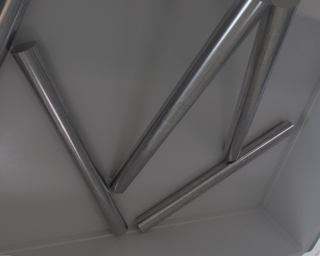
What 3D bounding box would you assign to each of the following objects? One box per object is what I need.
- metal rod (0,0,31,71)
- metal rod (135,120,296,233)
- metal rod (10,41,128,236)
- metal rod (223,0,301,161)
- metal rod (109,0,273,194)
[{"bbox_3d":[-0.196,0.001,0.301,0.025,0.025,0.299,21,107,-36],"label":"metal rod"},{"bbox_3d":[0.095,0.076,0.506,0.301,0.025,0.025,-32,129,-8],"label":"metal rod"},{"bbox_3d":[-0.095,0.039,0.380,0.025,0.025,0.299,-26,128,-12],"label":"metal rod"},{"bbox_3d":[0.105,-0.029,0.369,0.025,0.025,0.299,-28,153,-11],"label":"metal rod"},{"bbox_3d":[0.008,-0.010,0.329,0.025,0.025,0.298,4,141,-31],"label":"metal rod"}]
